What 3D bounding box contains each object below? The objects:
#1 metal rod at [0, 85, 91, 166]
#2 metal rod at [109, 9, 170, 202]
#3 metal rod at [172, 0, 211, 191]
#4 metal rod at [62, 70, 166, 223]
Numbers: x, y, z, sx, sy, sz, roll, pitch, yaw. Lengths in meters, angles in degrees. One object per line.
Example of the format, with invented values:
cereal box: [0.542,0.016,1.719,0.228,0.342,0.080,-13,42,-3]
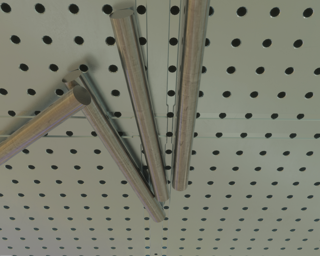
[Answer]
metal rod: [-0.202,0.027,0.414,0.299,0.025,0.025,-29,125,28]
metal rod: [-0.017,-0.003,0.408,0.025,0.025,0.299,-6,130,5]
metal rod: [0.034,-0.024,0.390,0.025,0.025,0.298,1,130,-1]
metal rod: [-0.052,0.047,0.450,0.025,0.025,0.299,-15,129,12]
